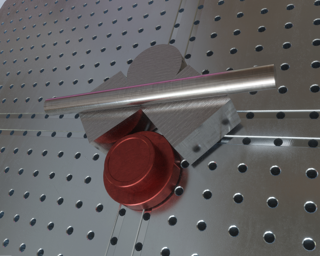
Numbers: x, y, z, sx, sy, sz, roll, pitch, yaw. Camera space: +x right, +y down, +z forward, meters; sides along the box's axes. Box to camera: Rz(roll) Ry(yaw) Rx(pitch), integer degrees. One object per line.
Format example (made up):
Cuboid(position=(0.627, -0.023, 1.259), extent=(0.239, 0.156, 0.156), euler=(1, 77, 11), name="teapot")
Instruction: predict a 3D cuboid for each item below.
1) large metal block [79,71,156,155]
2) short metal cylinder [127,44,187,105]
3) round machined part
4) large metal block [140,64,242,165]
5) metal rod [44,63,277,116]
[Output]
Cuboid(position=(-0.062, -0.019, 0.431), extent=(0.080, 0.050, 0.080), euler=(-34, 53, 5), name="large metal block")
Cuboid(position=(0.002, -0.068, 0.428), extent=(0.080, 0.050, 0.080), euler=(-13, 56, 21), name="short metal cylinder")
Cuboid(position=(-0.028, 0.046, 0.379), extent=(0.098, 0.042, 0.098), euler=(-13, 56, 21), name="round machined part")
Cuboid(position=(0.036, -0.017, 0.375), extent=(0.080, 0.050, 0.080), euler=(-41, 51, 1), name="large metal block")
Cuboid(position=(-0.020, -0.040, 0.372), extent=(0.300, 0.025, 0.025), euler=(-5, 60, 26), name="metal rod")
